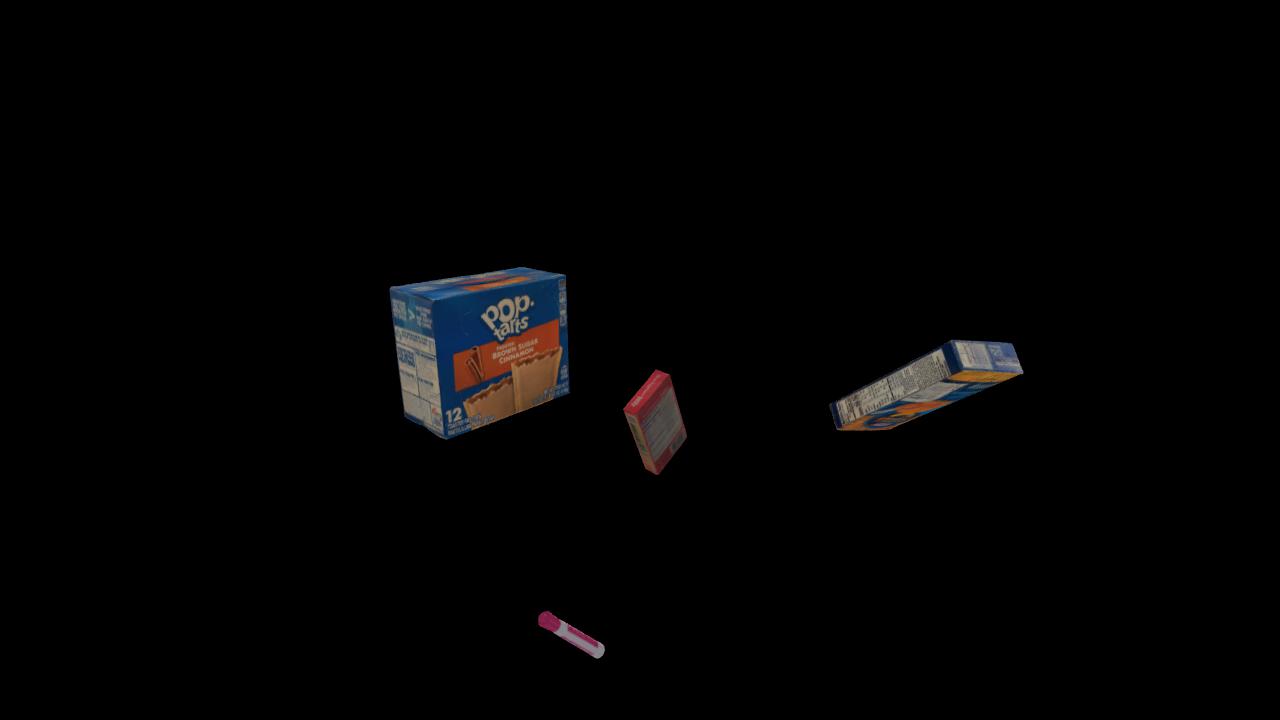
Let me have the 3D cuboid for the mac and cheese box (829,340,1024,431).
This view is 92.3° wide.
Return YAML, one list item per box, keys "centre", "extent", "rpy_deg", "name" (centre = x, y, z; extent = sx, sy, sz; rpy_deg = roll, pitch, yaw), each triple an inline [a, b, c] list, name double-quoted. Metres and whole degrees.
- centre: [0.309, 0.033, 0.685]
  extent: [0.093, 0.041, 0.184]
  rpy_deg: [1, -24, -25]
  name: "mac and cheese box"

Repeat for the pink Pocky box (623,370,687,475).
- centre: [0.026, 0.095, 0.914]
  extent: [0.029, 0.084, 0.155]
  rpy_deg: [21, -33, 32]
  name: "pink Pocky box"

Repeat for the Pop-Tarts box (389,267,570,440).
- centre: [-0.161, -0.016, 0.650]
  extent: [0.083, 0.141, 0.167]
  rpy_deg: [14, 22, 37]
  name: "Pop-Tarts box"

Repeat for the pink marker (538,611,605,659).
- centre: [-0.085, 0.342, 0.765]
  extent: [0.020, 0.020, 0.121]
  rpy_deg: [0, -38, 42]
  name: "pink marker"
